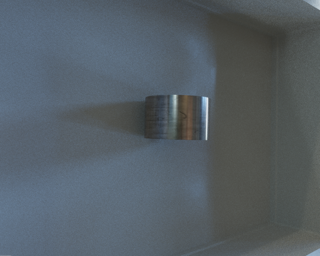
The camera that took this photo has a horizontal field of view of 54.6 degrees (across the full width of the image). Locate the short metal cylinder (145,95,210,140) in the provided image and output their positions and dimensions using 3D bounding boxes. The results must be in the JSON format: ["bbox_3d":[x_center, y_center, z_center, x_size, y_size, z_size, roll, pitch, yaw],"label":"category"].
[{"bbox_3d":[0.021,-0.011,0.384,0.081,0.080,0.050,2,89,-40],"label":"short metal cylinder"}]
